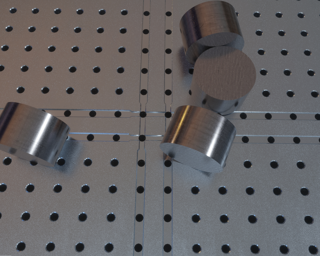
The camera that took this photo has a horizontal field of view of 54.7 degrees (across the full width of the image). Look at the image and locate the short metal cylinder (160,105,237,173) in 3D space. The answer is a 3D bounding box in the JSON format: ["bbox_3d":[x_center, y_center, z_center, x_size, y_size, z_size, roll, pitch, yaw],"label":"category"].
[{"bbox_3d":[0.046,0.015,0.378,0.080,0.080,0.050,22,72,7],"label":"short metal cylinder"}]

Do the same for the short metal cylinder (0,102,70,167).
[{"bbox_3d":[-0.158,0.010,0.377,0.080,0.080,0.050,16,71,5],"label":"short metal cylinder"}]

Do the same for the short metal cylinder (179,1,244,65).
[{"bbox_3d":[0.071,-0.128,0.430,0.081,0.080,0.050,-8,71,-3],"label":"short metal cylinder"}]

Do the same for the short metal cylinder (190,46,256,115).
[{"bbox_3d":[0.084,-0.064,0.423,0.081,0.050,0.080,0,70,0],"label":"short metal cylinder"}]
